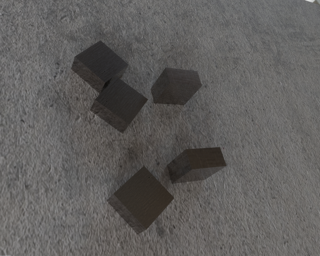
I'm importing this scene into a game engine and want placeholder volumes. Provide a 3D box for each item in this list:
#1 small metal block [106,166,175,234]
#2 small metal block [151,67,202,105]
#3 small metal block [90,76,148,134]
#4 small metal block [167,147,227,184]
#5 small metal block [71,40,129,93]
[{"bbox_3d":[-0.021,0.079,0.344,0.050,0.025,0.050,46,51,4],"label":"small metal block"},{"bbox_3d":[0.022,-0.057,0.434,0.050,0.050,0.025,1,62,-28],"label":"small metal block"},{"bbox_3d":[-0.051,-0.030,0.394,0.050,0.025,0.050,36,51,-4],"label":"small metal block"},{"bbox_3d":[0.044,0.047,0.383,0.050,0.050,0.025,-1,63,-29],"label":"small metal block"},{"bbox_3d":[-0.079,-0.081,0.410,0.050,0.025,0.050,41,51,0],"label":"small metal block"}]
